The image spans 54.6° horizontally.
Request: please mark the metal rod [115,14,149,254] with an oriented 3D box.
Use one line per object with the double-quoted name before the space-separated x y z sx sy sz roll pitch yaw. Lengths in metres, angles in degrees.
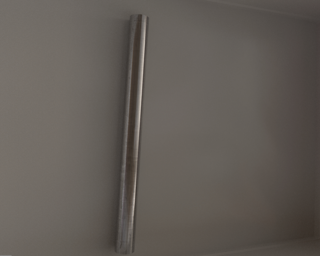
"metal rod" -0.036 0.007 0.397 0.025 0.025 0.298 4 89 -20
